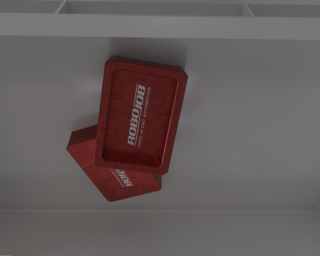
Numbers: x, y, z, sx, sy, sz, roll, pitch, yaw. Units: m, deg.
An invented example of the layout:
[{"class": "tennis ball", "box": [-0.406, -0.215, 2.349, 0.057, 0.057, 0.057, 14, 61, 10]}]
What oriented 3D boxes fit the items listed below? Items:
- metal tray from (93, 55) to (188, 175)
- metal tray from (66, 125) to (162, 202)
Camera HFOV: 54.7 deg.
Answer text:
[{"class": "metal tray", "box": [-0.025, -0.012, 0.366, 0.091, 0.030, 0.129, 8, 110, -7]}, {"class": "metal tray", "box": [-0.061, 0.050, 0.448, 0.090, 0.030, 0.130, -16, 129, 13]}]
